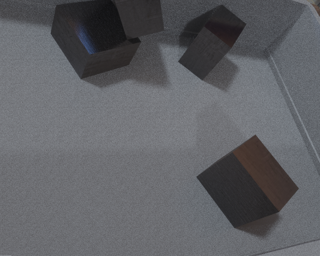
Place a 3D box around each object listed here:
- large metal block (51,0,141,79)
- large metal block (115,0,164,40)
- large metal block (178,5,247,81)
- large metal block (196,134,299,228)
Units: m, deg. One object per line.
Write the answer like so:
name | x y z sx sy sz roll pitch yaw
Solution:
large metal block | -0.087 -0.122 0.417 0.081 0.050 0.080 -26 76 -37
large metal block | -0.032 -0.172 0.385 0.050 0.080 0.080 -14 65 0
large metal block | 0.084 -0.137 0.499 0.050 0.080 0.080 37 51 -3
large metal block | 0.105 0.068 0.386 0.050 0.080 0.080 -29 78 -37
